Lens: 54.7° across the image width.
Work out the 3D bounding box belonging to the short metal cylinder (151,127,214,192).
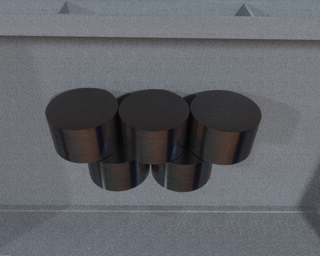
[{"bbox_3d":[0.029,0.036,0.401,0.081,0.080,0.050,1,130,-1],"label":"short metal cylinder"}]

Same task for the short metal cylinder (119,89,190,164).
[{"bbox_3d":[-0.007,-0.003,0.368,0.081,0.080,0.050,1,130,-1],"label":"short metal cylinder"}]

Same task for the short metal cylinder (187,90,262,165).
[{"bbox_3d":[0.074,-0.002,0.369,0.081,0.080,0.050,1,130,-1],"label":"short metal cylinder"}]

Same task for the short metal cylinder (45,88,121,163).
[{"bbox_3d":[-0.088,-0.004,0.366,0.081,0.080,0.050,1,130,-1],"label":"short metal cylinder"}]

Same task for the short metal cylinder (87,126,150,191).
[{"bbox_3d":[-0.053,0.034,0.399,0.081,0.080,0.050,1,130,-1],"label":"short metal cylinder"}]
